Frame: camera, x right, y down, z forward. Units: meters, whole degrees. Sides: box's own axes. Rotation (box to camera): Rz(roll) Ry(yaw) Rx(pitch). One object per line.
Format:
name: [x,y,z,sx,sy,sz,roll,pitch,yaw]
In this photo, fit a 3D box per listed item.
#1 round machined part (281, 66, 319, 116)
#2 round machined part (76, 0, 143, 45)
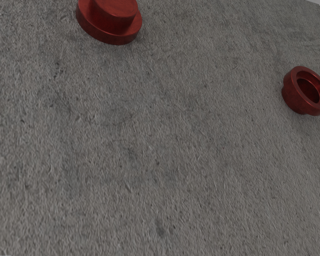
round machined part: [0.267,-0.064,0.575,0.099,0.042,0.098,14,56,-21]
round machined part: [-0.071,-0.175,0.461,0.099,0.042,0.098,14,56,-21]
